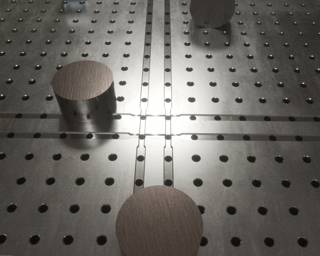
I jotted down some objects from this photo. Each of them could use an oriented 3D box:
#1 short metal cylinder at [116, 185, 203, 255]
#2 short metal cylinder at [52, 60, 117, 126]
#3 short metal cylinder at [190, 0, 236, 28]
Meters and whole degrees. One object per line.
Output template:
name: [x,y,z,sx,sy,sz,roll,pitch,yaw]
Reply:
short metal cylinder: [0.000,0.104,0.304,0.081,0.050,0.080,0,50,0]
short metal cylinder: [-0.103,-0.049,0.432,0.081,0.050,0.080,0,50,0]
short metal cylinder: [0.097,-0.233,0.569,0.080,0.080,0.050,6,50,4]
